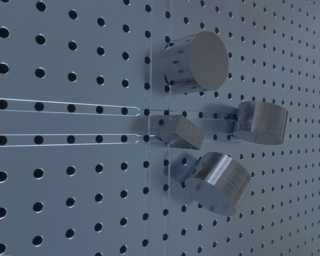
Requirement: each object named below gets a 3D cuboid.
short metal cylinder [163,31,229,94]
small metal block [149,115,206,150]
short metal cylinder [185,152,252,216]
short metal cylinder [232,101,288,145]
[{"bbox_3d":[0.051,-0.090,0.436,0.081,0.050,0.079,0,90,-40],"label":"short metal cylinder"},{"bbox_3d":[0.023,0.006,0.412,0.050,0.050,0.025,35,69,-35],"label":"small metal block"},{"bbox_3d":[0.083,0.080,0.443,0.050,0.080,0.080,-49,119,-29],"label":"short metal cylinder"},{"bbox_3d":[0.165,-0.007,0.512,0.080,0.080,0.050,23,76,-38],"label":"short metal cylinder"}]
